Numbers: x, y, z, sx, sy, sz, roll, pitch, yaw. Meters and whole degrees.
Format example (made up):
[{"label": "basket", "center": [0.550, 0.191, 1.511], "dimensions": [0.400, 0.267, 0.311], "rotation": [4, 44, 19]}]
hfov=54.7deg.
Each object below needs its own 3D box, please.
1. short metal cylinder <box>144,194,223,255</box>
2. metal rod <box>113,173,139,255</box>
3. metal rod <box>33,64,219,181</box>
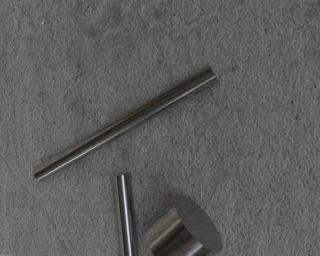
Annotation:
[{"label": "short metal cylinder", "center": [0.028, 0.127, 0.370], "dimensions": [0.050, 0.080, 0.080], "rotation": [-45, 76, 14]}, {"label": "metal rod", "center": [-0.037, 0.212, 0.421], "dimensions": [0.025, 0.025, 0.298], "rotation": [-7, 88, 20]}, {"label": "metal rod", "center": [-0.058, 0.001, 0.429], "dimensions": [0.300, 0.025, 0.025], "rotation": [-29, 81, 17]}]
